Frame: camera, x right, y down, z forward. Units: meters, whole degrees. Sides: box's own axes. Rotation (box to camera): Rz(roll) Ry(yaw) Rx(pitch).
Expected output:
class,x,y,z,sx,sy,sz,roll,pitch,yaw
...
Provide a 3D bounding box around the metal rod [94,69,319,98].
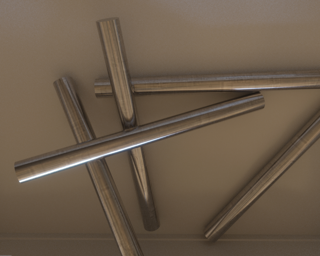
class,x,y,z,sx,sy,sz,roll,pitch,yaw
metal rod,0.071,-0.056,0.391,0.302,0.025,0.025,-2,110,0

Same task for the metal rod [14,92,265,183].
class,x,y,z,sx,sy,sz,roll,pitch,yaw
metal rod,-0.013,0.006,0.370,0.302,0.025,0.025,-17,110,-12

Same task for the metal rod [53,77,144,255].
class,x,y,z,sx,sy,sz,roll,pitch,yaw
metal rod,-0.064,0.078,0.376,0.025,0.025,0.299,-24,85,8

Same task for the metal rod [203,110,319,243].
class,x,y,z,sx,sy,sz,roll,pitch,yaw
metal rod,0.166,0.052,0.433,0.025,0.025,0.299,35,106,-13

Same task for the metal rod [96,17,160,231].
class,x,y,z,sx,sy,sz,roll,pitch,yaw
metal rod,-0.034,0.015,0.397,0.025,0.025,0.298,-8,117,2
